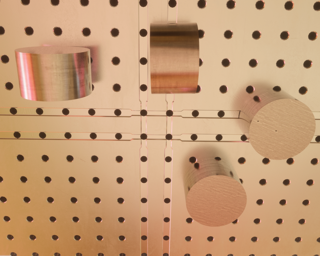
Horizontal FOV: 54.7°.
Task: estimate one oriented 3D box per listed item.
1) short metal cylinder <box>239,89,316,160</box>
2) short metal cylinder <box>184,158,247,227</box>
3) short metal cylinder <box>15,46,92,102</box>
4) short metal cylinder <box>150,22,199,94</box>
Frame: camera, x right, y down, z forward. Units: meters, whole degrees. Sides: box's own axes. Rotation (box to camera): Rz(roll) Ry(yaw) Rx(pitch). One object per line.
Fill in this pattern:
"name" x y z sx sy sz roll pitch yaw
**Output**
"short metal cylinder" 0.148 -0.006 0.399 0.081 0.050 0.079 0 110 0
"short metal cylinder" 0.075 0.089 0.433 0.081 0.050 0.079 0 110 0
"short metal cylinder" -0.121 -0.065 0.359 0.081 0.080 0.050 1 110 -1
"short metal cylinder" 0.015 -0.079 0.355 0.050 0.080 0.079 -1 110 0
